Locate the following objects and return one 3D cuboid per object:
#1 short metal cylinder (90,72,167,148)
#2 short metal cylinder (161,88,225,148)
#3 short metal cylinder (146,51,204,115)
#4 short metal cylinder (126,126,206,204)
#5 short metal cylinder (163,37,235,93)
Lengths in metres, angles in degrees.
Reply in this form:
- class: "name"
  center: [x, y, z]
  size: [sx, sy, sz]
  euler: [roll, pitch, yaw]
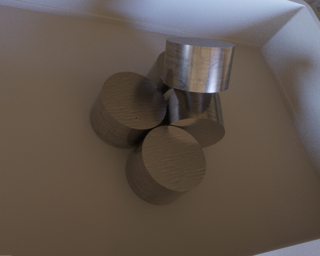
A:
- class: "short metal cylinder"
  center: [-0.039, -0.022, 0.380]
  size: [0.081, 0.050, 0.080]
  euler: [14, 56, -21]
- class: "short metal cylinder"
  center: [0.040, -0.012, 0.400]
  size: [0.081, 0.080, 0.050]
  euler: [13, 57, -22]
- class: "short metal cylinder"
  center: [0.022, -0.064, 0.440]
  size: [0.081, 0.050, 0.080]
  euler: [14, 56, -21]
- class: "short metal cylinder"
  center: [0.007, 0.044, 0.365]
  size: [0.081, 0.050, 0.080]
  euler: [14, 56, -21]
- class: "short metal cylinder"
  center: [0.045, -0.078, 0.371]
  size: [0.081, 0.050, 0.080]
  euler: [4, 23, -1]
